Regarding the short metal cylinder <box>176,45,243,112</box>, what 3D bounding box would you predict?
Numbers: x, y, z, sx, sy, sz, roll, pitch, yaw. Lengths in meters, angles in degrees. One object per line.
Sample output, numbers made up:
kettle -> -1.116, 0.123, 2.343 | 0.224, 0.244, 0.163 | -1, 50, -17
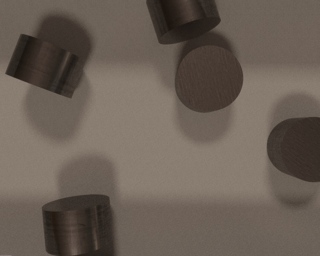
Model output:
short metal cylinder -> 0.061, -0.060, 0.400 | 0.081, 0.050, 0.079 | 0, 90, -1

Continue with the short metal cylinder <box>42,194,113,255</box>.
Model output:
short metal cylinder -> -0.101, 0.116, 0.383 | 0.081, 0.080, 0.050 | -5, 90, -1

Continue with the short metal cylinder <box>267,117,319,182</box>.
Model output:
short metal cylinder -> 0.187, 0.026, 0.401 | 0.081, 0.050, 0.079 | 0, 90, -1

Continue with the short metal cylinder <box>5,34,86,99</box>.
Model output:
short metal cylinder -> -0.140, -0.074, 0.382 | 0.080, 0.080, 0.050 | 21, 90, -1

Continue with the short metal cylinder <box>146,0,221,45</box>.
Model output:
short metal cylinder -> 0.029, -0.143, 0.384 | 0.080, 0.080, 0.050 | -18, 90, 0
